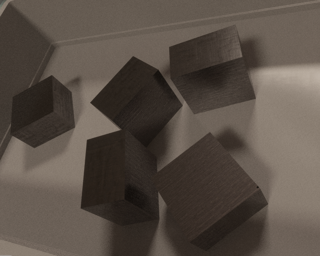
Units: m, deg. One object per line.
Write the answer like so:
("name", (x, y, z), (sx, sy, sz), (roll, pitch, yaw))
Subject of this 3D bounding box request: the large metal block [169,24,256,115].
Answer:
("large metal block", (0.065, -0.067, 0.377), (0.080, 0.080, 0.050), (-14, 56, 20))

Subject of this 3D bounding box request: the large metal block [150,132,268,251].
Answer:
("large metal block", (0.050, 0.065, 0.323), (0.080, 0.050, 0.080), (-38, 51, 2))

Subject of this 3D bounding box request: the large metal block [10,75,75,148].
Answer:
("large metal block", (-0.190, -0.026, 0.503), (0.080, 0.050, 0.080), (-26, 53, 12))

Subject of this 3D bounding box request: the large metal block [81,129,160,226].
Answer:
("large metal block", (-0.042, 0.059, 0.355), (0.050, 0.080, 0.080), (-16, 55, 19))

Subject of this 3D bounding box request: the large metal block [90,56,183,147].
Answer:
("large metal block", (-0.028, -0.031, 0.402), (0.080, 0.080, 0.050), (-49, 52, -6))
